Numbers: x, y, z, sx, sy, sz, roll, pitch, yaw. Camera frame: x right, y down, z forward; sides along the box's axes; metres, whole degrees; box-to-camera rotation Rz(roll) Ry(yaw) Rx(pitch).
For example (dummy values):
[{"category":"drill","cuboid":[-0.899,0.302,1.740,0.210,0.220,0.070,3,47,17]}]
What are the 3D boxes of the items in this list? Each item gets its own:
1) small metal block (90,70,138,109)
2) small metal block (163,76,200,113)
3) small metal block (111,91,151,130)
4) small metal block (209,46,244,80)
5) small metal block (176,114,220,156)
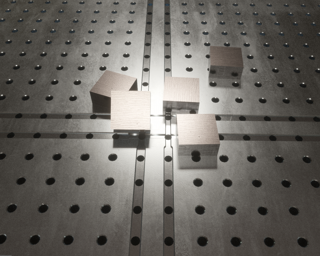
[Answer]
[{"category":"small metal block","cuboid":[-0.066,-0.054,0.452,0.050,0.025,0.050,17,52,13]},{"category":"small metal block","cuboid":[0.031,-0.047,0.448,0.050,0.025,0.050,3,50,2]},{"category":"small metal block","cuboid":[-0.038,-0.023,0.410,0.050,0.025,0.050,1,89,0]},{"category":"small metal block","cuboid":[0.105,-0.105,0.498,0.050,0.025,0.050,4,50,3]},{"category":"small metal block","cuboid":[0.048,0.009,0.401,0.050,0.025,0.050,-1,50,-1]}]
